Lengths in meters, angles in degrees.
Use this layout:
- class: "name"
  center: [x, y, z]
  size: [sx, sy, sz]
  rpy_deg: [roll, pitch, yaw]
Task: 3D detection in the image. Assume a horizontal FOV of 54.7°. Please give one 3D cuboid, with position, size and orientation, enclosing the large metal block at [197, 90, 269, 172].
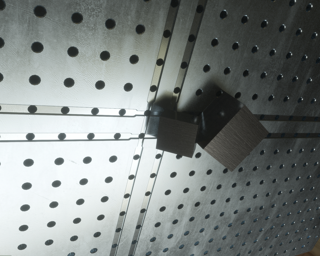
- class: "large metal block"
  center: [0.099, 0.006, 0.453]
  size: [0.080, 0.050, 0.080]
  rpy_deg: [-48, 129, 5]

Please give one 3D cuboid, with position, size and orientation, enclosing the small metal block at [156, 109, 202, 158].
- class: "small metal block"
  center: [0.025, 0.007, 0.412]
  size: [0.050, 0.025, 0.050]
  rpy_deg: [14, 119, 11]
